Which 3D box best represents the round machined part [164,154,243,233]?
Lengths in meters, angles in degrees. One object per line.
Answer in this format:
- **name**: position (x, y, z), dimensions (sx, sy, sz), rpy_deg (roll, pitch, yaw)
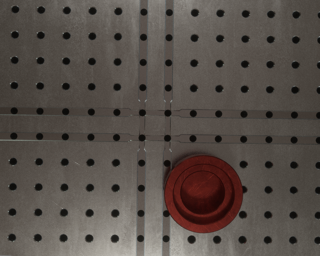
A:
- **round machined part**: position (0.054, 0.082, 0.406), dimensions (0.099, 0.042, 0.097), rpy_deg (0, 90, -1)
